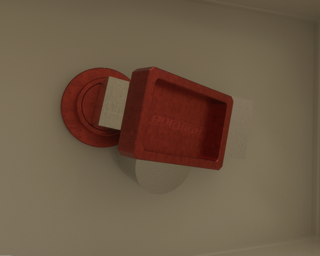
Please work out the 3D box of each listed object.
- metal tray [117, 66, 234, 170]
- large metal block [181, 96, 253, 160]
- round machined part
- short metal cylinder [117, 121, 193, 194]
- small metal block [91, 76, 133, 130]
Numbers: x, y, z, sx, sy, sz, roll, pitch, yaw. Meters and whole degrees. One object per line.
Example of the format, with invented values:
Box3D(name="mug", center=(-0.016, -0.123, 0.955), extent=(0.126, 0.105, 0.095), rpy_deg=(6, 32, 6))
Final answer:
Box3D(name="metal tray", center=(0.023, -0.005, 0.341), extent=(0.131, 0.030, 0.090), rpy_deg=(13, 86, -39))
Box3D(name="large metal block", center=(0.073, -0.004, 0.423), extent=(0.081, 0.050, 0.080), rpy_deg=(11, 87, -20))
Box3D(name="round machined part", center=(-0.068, -0.025, 0.375), extent=(0.099, 0.042, 0.097), rpy_deg=(0, 90, -21))
Box3D(name="short metal cylinder", center=(-0.006, 0.035, 0.382), extent=(0.081, 0.050, 0.079), rpy_deg=(-9, 108, -30))
Box3D(name="small metal block", center=(-0.052, -0.025, 0.332), extent=(0.025, 0.050, 0.050), rpy_deg=(13, 86, -20))
